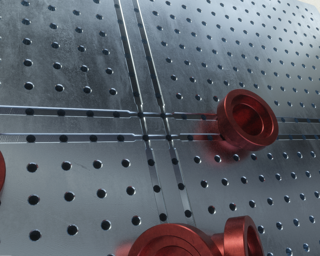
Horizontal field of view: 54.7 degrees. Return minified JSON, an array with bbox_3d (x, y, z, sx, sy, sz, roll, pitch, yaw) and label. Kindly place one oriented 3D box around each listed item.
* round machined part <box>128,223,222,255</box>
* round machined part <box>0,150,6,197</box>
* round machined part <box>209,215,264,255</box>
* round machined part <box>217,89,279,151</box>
[{"bbox_3d":[0.018,0.142,0.298,0.042,0.098,0.098,28,41,-59],"label":"round machined part"},{"bbox_3d":[-0.190,0.039,0.271,0.099,0.042,0.098,14,56,-21],"label":"round machined part"},{"bbox_3d":[0.084,0.147,0.334,0.098,0.042,0.098,46,36,-48],"label":"round machined part"},{"bbox_3d":[0.128,-0.008,0.474,0.099,0.042,0.098,14,56,-21],"label":"round machined part"}]
